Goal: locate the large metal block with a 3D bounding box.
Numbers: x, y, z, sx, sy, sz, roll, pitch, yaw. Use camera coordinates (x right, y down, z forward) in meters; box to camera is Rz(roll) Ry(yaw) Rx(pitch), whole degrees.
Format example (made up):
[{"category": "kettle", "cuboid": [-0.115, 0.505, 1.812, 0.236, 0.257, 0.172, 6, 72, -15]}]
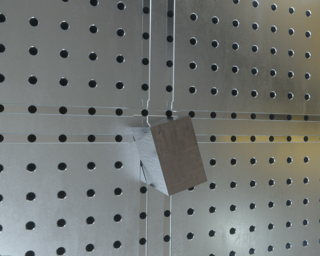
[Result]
[{"category": "large metal block", "cuboid": [0.009, 0.030, 0.386, 0.050, 0.080, 0.080, -17, 96, -19]}]
